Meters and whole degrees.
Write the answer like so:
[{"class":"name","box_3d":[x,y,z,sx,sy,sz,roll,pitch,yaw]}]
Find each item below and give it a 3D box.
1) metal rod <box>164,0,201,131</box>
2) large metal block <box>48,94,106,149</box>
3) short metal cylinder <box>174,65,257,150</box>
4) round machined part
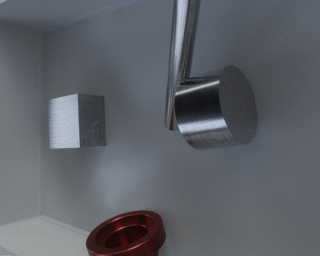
[{"class":"metal rod","box_3d":[0.025,-0.112,0.290,0.025,0.025,0.298,41,145,32]},{"class":"large metal block","box_3d":[-0.134,-0.009,0.498,0.080,0.050,0.080,-5,87,39]},{"class":"short metal cylinder","box_3d":[0.060,-0.019,0.321,0.050,0.081,0.080,-12,82,39]},{"class":"round machined part","box_3d":[-0.040,0.148,0.393,0.098,0.099,0.042,-5,104,39]}]
